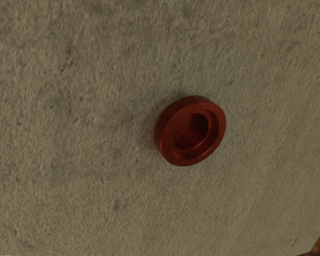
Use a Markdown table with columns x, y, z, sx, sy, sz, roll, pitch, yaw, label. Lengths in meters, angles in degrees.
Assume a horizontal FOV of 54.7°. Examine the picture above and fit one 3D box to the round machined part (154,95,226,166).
| x | y | z | sx | sy | sz | roll | pitch | yaw | label |
| --- | --- | --- | --- | --- | --- | --- | --- | --- | --- |
| 0.037 | 0.000 | 0.418 | 0.099 | 0.042 | 0.097 | -14 | 124 | -21 | round machined part |
